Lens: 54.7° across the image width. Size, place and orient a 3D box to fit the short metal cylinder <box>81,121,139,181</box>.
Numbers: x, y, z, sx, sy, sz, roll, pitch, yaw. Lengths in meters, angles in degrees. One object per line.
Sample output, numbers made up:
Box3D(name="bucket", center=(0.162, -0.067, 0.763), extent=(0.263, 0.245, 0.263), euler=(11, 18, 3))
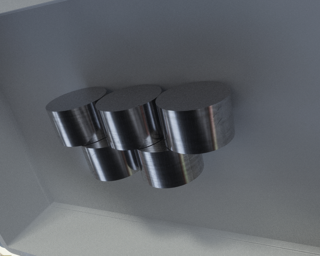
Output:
Box3D(name="short metal cylinder", center=(-0.062, 0.028, 0.421), extent=(0.080, 0.080, 0.050), euler=(1, 119, 28))

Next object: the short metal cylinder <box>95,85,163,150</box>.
Box3D(name="short metal cylinder", center=(-0.032, -0.015, 0.379), extent=(0.080, 0.080, 0.050), euler=(1, 119, 28))

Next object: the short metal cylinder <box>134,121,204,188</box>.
Box3D(name="short metal cylinder", center=(0.011, 0.030, 0.384), extent=(0.080, 0.080, 0.050), euler=(1, 119, 28))

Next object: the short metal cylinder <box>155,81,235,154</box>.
Box3D(name="short metal cylinder", center=(0.039, -0.014, 0.342), extent=(0.080, 0.080, 0.050), euler=(2, 119, 27))

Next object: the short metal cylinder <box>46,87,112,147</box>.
Box3D(name="short metal cylinder", center=(-0.104, -0.017, 0.415), extent=(0.080, 0.080, 0.050), euler=(1, 119, 28))
